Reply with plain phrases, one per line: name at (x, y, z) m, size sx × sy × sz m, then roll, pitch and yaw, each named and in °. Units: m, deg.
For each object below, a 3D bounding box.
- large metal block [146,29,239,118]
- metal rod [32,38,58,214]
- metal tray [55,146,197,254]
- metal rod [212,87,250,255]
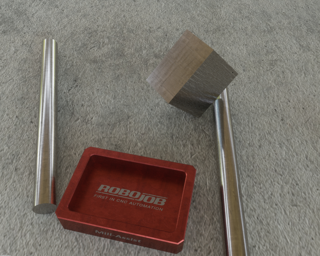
large metal block at (0.043, -0.067, 0.403) m, size 0.080 × 0.080 × 0.050 m, roll -50°, pitch 57°, yaw 14°
metal rod at (-0.153, -0.026, 0.423) m, size 0.025 × 0.025 × 0.300 m, roll -9°, pitch 51°, yaw -8°
metal tray at (-0.032, 0.074, 0.336) m, size 0.131 × 0.030 × 0.090 m, roll 10°, pitch 51°, yaw 8°
metal rod at (0.079, 0.058, 0.355) m, size 0.025 × 0.025 × 0.300 m, roll 3°, pitch 50°, yaw 2°
